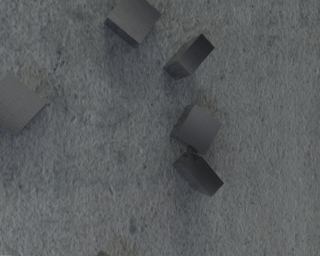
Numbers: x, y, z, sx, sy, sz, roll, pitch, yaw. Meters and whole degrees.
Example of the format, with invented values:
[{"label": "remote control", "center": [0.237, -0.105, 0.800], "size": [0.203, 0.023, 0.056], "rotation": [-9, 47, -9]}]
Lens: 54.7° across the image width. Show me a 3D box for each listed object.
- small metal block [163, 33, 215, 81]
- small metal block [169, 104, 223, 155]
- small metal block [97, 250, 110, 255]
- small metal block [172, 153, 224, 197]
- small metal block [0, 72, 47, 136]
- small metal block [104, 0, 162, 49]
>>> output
[{"label": "small metal block", "center": [0.037, -0.093, 0.410], "size": [0.025, 0.050, 0.050], "rotation": [44, 76, -15]}, {"label": "small metal block", "center": [0.050, 0.002, 0.429], "size": [0.050, 0.025, 0.050], "rotation": [34, 79, -17]}, {"label": "small metal block", "center": [-0.068, 0.191, 0.385], "size": [0.050, 0.025, 0.050], "rotation": [42, 77, -16]}, {"label": "small metal block", "center": [0.050, 0.061, 0.416], "size": [0.025, 0.050, 0.050], "rotation": [-44, 104, -15]}, {"label": "small metal block", "center": [-0.165, -0.026, 0.348], "size": [0.050, 0.025, 0.050], "rotation": [42, 76, -16]}, {"label": "small metal block", "center": [-0.035, -0.140, 0.397], "size": [0.050, 0.025, 0.050], "rotation": [37, 78, -17]}]
